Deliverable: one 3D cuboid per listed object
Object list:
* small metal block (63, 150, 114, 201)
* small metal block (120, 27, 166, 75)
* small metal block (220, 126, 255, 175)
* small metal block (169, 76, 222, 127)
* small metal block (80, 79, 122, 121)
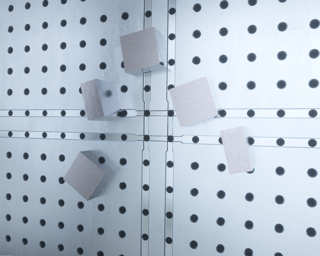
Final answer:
[{"bbox_3d":[-0.104,0.068,0.450,0.050,0.025,0.050,37,102,16],"label":"small metal block"},{"bbox_3d":[-0.023,-0.103,0.421,0.050,0.025,0.050,-10,87,19],"label":"small metal block"},{"bbox_3d":[0.093,0.025,0.367,0.025,0.050,0.050,-13,86,20],"label":"small metal block"},{"bbox_3d":[0.045,-0.033,0.397,0.050,0.025,0.050,-18,84,19],"label":"small metal block"},{"bbox_3d":[-0.080,-0.037,0.428,0.025,0.050,0.050,-15,85,20],"label":"small metal block"}]
